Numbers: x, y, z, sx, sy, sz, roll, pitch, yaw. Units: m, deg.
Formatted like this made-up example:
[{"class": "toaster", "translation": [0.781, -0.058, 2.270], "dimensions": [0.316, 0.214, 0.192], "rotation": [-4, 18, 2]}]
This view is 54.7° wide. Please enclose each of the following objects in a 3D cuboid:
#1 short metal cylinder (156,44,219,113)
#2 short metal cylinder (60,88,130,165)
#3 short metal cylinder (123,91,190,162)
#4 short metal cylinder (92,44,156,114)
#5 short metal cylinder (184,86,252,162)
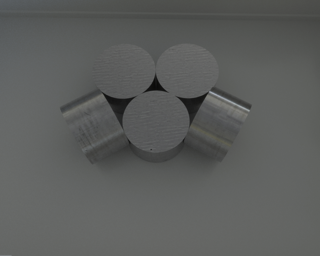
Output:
[{"class": "short metal cylinder", "translation": [0.035, -0.066, 0.419], "dimensions": [0.081, 0.050, 0.080], "rotation": [0, 70, 0]}, {"class": "short metal cylinder", "translation": [-0.079, -0.002, 0.379], "dimensions": [0.050, 0.080, 0.080], "rotation": [-29, 73, -10]}, {"class": "short metal cylinder", "translation": [-0.005, -0.001, 0.395], "dimensions": [0.081, 0.050, 0.080], "rotation": [0, 70, 0]}, {"class": "short metal cylinder", "translation": [-0.046, -0.065, 0.418], "dimensions": [0.081, 0.050, 0.080], "rotation": [0, 70, 0]}, {"class": "short metal cylinder", "translation": [0.070, -0.005, 0.381], "dimensions": [0.050, 0.080, 0.080], "rotation": [28, 73, 10]}]
